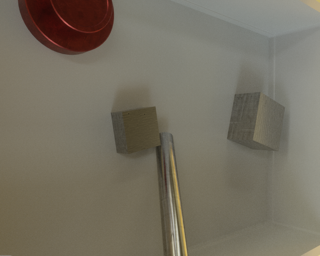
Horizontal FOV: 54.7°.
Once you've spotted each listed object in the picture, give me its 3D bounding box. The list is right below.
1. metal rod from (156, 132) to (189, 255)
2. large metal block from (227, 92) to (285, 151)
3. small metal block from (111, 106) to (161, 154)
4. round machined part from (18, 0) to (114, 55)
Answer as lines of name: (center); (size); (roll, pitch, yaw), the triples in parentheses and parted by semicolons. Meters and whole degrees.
metal rod: (0.016, 0.124, 0.317); (0.025, 0.025, 0.300); (34, 35, -35)
large metal block: (0.167, -0.009, 0.533); (0.080, 0.050, 0.080); (20, 77, -39)
small metal block: (-0.029, 0.002, 0.384); (0.050, 0.025, 0.050); (-13, 99, -39)
round machined part: (-0.089, -0.129, 0.321); (0.099, 0.042, 0.097); (0, 90, -40)
